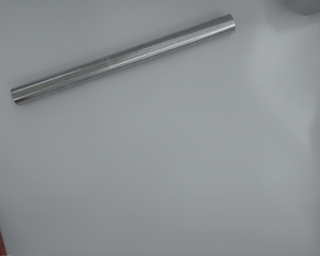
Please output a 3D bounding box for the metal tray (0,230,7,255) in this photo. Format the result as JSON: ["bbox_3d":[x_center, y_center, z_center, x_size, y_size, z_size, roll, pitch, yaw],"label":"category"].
[{"bbox_3d":[-0.225,0.105,0.344,0.030,0.090,0.130,-39,53,-4],"label":"metal tray"}]

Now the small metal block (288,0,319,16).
[{"bbox_3d":[0.198,-0.167,0.391,0.050,0.050,0.025,0,91,-41],"label":"small metal block"}]

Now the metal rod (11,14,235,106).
[{"bbox_3d":[-0.047,-0.090,0.410,0.302,0.025,0.025,-19,90,-1],"label":"metal rod"}]
